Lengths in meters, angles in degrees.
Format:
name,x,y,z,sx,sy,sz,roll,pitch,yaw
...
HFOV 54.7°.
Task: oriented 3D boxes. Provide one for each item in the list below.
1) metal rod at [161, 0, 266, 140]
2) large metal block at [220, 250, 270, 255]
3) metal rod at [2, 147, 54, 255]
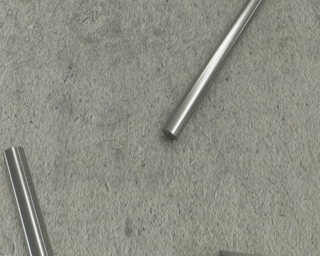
name,x,y,z,sx,sy,sz,roll,pitch,yaw
metal rod,0.091,-0.111,0.449,0.025,0.025,0.300,30,72,10
large metal block,0.108,0.179,0.331,0.080,0.050,0.080,6,70,2
metal rod,-0.129,0.159,0.348,0.025,0.025,0.299,-22,72,-8
